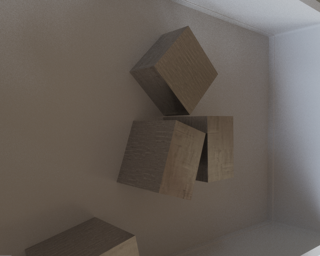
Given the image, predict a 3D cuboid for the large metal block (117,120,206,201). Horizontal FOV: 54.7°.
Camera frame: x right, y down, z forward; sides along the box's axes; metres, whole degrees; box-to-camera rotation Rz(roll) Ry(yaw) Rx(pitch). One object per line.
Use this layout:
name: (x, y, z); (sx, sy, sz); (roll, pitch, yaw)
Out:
large metal block: (0.000, 0.037, 0.373); (0.050, 0.080, 0.080); (23, 76, -38)

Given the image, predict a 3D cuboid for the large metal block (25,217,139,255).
large metal block: (-0.076, 0.137, 0.309); (0.081, 0.080, 0.050); (-17, 101, -39)

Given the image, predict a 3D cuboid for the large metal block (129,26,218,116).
large metal block: (0.021, -0.073, 0.410); (0.080, 0.050, 0.080); (51, 60, -28)

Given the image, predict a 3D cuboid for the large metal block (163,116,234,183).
large metal block: (0.050, 0.025, 0.415); (0.050, 0.080, 0.079); (-1, 91, -40)
